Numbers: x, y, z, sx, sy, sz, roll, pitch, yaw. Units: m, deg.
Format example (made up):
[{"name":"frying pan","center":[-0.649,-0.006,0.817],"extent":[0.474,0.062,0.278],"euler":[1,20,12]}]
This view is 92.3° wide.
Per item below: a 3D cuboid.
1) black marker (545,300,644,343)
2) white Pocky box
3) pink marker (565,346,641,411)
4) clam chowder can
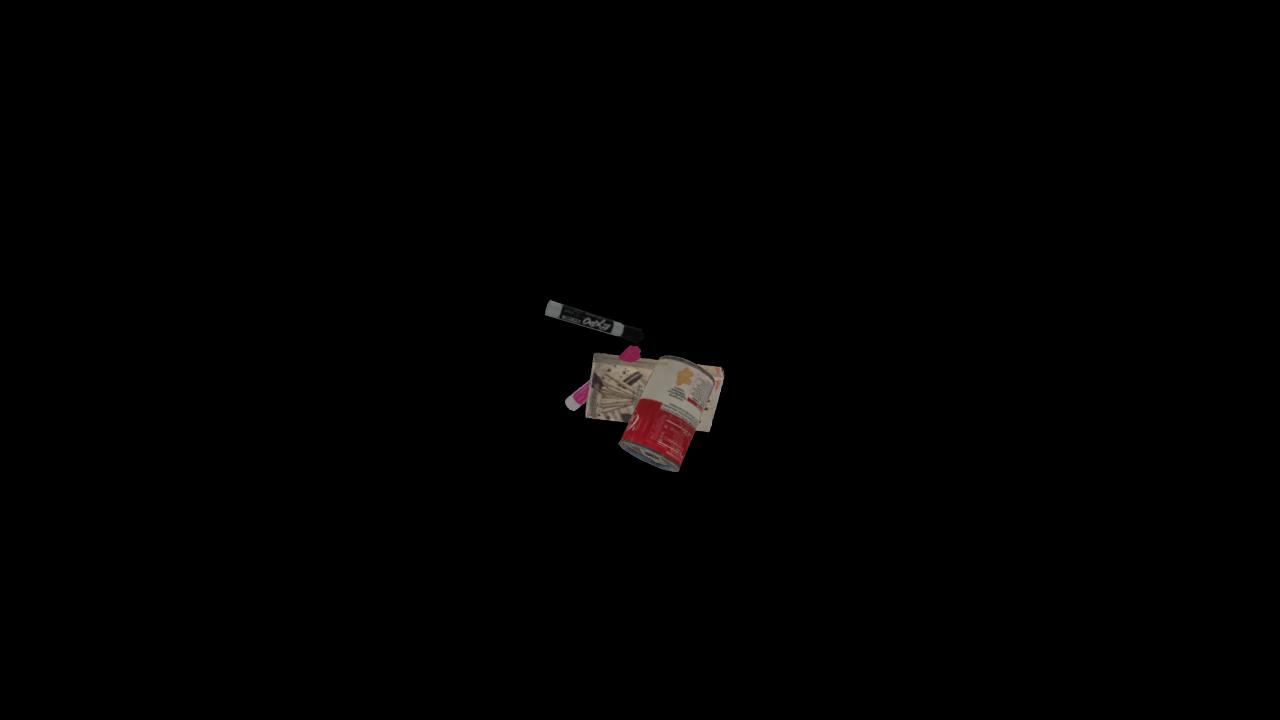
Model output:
[{"name":"black marker","center":[-0.051,-0.044,0.724],"extent":[0.121,0.020,0.020],"euler":[17,-5,-18]},{"name":"white Pocky box","center":[0.016,0.039,0.730],"extent":[0.154,0.084,0.028],"euler":[7,31,-6]},{"name":"pink marker","center":[-0.043,0.021,0.729],"extent":[0.121,0.020,0.020],"euler":[-39,-20,27]},{"name":"clam chowder can","center":[0.029,0.055,0.633],"extent":[0.068,0.102,0.068],"euler":[23,-17,8]}]
